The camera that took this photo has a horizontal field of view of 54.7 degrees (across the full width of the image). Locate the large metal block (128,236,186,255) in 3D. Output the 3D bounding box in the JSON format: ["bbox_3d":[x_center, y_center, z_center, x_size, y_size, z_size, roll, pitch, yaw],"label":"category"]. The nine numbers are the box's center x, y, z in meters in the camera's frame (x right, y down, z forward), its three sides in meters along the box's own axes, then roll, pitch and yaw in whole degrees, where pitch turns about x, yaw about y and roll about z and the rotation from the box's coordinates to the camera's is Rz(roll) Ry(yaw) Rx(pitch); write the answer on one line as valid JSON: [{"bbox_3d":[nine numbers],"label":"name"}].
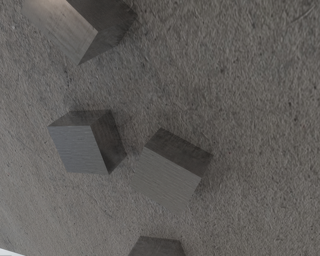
[{"bbox_3d":[0.001,0.240,0.539,0.080,0.050,0.080,-6,116,31],"label":"large metal block"}]

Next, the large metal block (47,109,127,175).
[{"bbox_3d":[-0.107,0.020,0.460,0.080,0.050,0.080,-1,118,29],"label":"large metal block"}]

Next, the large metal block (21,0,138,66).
[{"bbox_3d":[-0.085,-0.125,0.339,0.080,0.080,0.050,44,129,-3],"label":"large metal block"}]

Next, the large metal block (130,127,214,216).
[{"bbox_3d":[0.014,0.059,0.420,0.080,0.050,0.079,28,128,10],"label":"large metal block"}]
